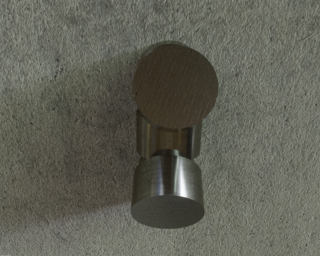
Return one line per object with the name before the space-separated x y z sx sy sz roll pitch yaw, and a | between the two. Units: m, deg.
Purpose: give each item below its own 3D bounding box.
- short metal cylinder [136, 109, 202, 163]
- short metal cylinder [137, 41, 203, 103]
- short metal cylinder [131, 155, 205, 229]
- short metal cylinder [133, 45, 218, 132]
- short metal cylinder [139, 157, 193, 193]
short metal cylinder | 0.011 0.003 0.383 0.081 0.080 0.050 1 110 -1
short metal cylinder | 0.012 -0.063 0.375 0.081 0.050 0.079 0 110 0
short metal cylinder | 0.009 0.075 0.355 0.080 0.050 0.080 1 138 1
short metal cylinder | 0.014 -0.037 0.315 0.081 0.050 0.080 0 85 -1
short metal cylinder | 0.009 0.063 0.421 0.081 0.050 0.079 0 110 0
